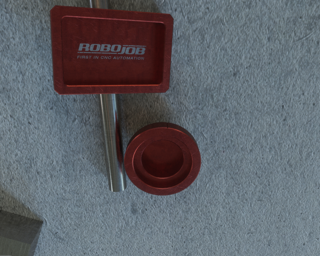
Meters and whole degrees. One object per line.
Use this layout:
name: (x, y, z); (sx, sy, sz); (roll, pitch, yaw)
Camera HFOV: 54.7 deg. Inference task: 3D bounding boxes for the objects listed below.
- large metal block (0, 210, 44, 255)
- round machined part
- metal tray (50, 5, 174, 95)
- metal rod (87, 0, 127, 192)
large metal block: (-0.230, 0.174, 0.458); (0.080, 0.050, 0.079); (19, 109, -7)
round machined part: (0.003, 0.037, 0.415); (0.099, 0.042, 0.097); (0, 110, -1)
metal tray: (-0.053, -0.086, 0.350); (0.131, 0.030, 0.089); (-4, 109, -20)
metal rod: (-0.066, -0.055, 0.388); (0.025, 0.025, 0.298); (-2, 110, 0)
